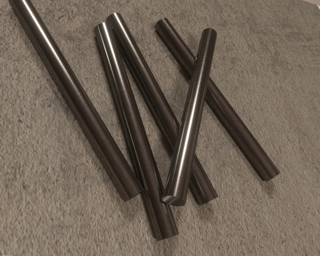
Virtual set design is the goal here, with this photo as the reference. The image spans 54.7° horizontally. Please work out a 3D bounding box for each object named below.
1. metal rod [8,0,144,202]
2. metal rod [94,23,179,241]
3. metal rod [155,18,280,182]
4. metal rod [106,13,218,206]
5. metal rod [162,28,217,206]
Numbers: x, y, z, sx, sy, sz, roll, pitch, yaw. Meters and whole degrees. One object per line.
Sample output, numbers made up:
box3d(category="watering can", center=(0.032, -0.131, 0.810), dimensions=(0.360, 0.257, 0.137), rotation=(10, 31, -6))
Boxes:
box3d(category="metal rod", center=(-0.107, -0.047, 0.375), dimensions=(0.025, 0.025, 0.299), rotation=(-23, 75, -37))
box3d(category="metal rod", center=(-0.037, -0.012, 0.392), dimensions=(0.025, 0.025, 0.299), rotation=(-5, 64, -31))
box3d(category="metal rod", center=(0.083, -0.051, 0.481), dimensions=(0.025, 0.025, 0.299), rotation=(-25, 75, -37))
box3d(category="metal rod", center=(-0.004, -0.037, 0.425), dimensions=(0.025, 0.025, 0.299), rotation=(-15, 70, -35))
box3d(category="metal rod", center=(0.048, -0.038, 0.420), dimensions=(0.025, 0.025, 0.300), rotation=(26, 52, -13))
